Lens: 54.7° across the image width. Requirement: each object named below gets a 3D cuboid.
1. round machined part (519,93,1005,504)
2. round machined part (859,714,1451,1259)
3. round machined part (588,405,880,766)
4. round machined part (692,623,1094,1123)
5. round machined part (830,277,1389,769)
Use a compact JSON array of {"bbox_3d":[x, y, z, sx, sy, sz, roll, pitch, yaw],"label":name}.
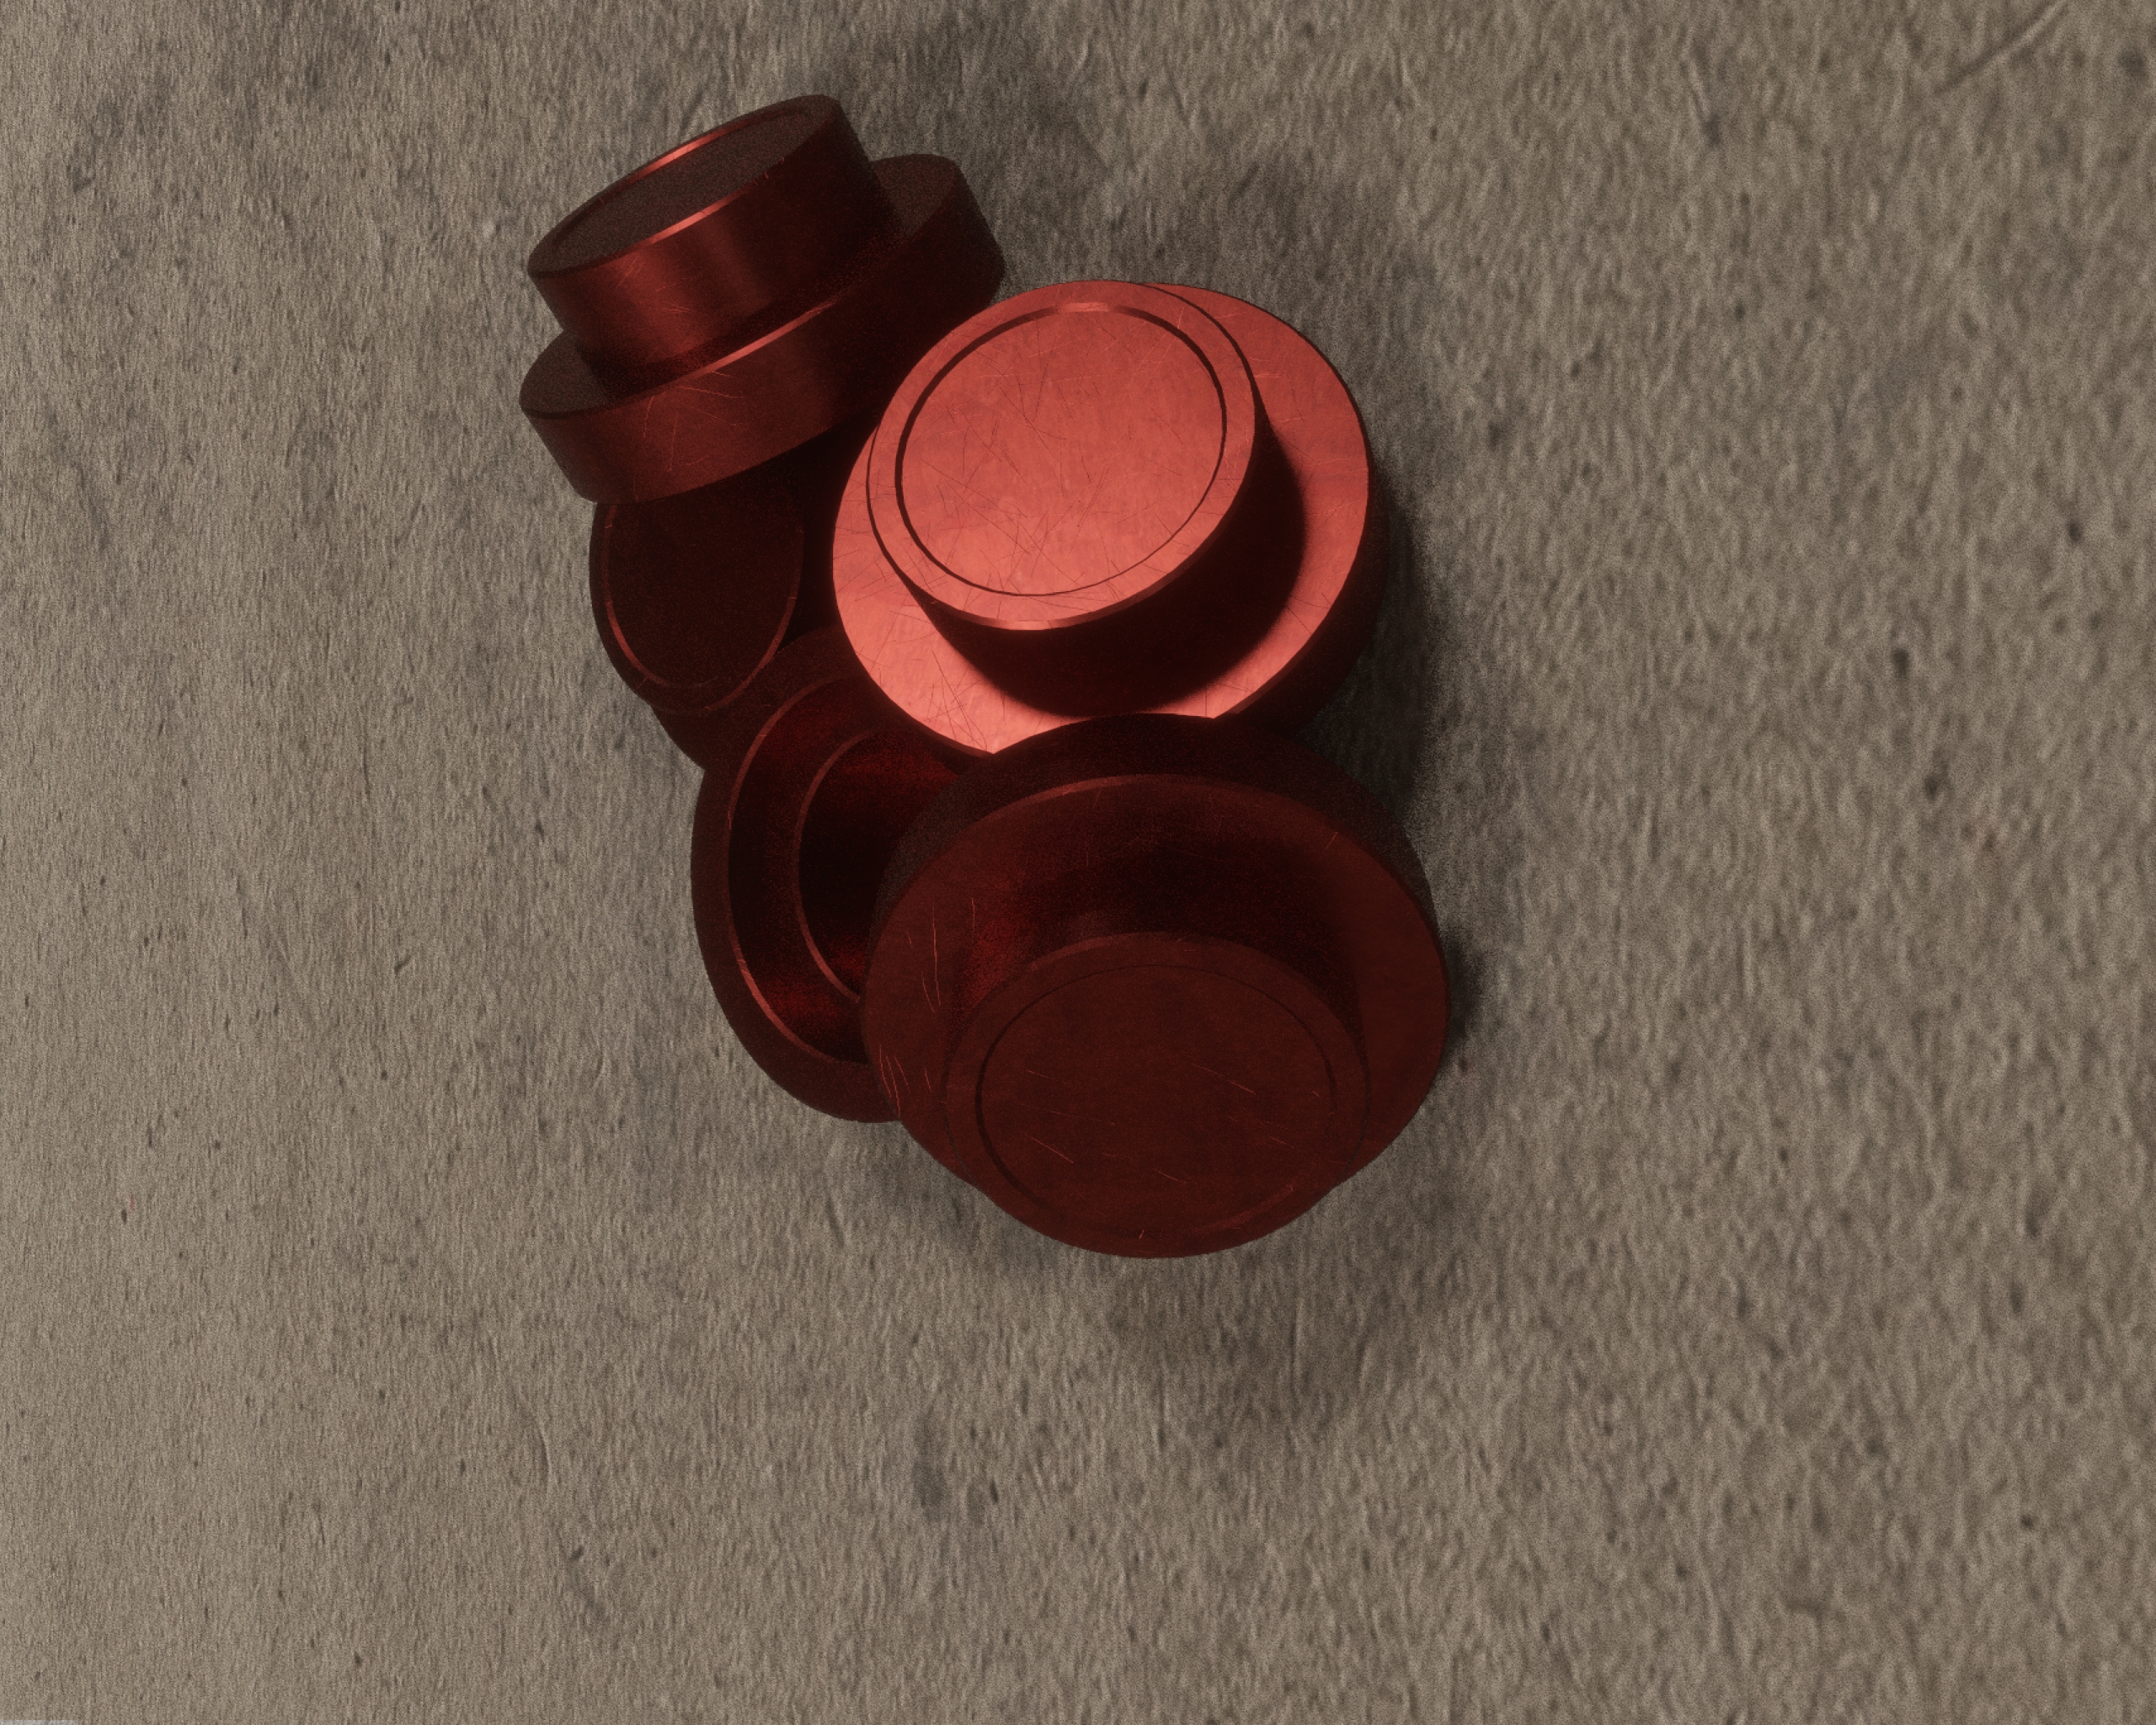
[{"bbox_3d":[-0.068,-0.116,0.411,0.098,0.098,0.042,1,133,39],"label":"round machined part"},{"bbox_3d":[0.013,0.027,0.347,0.097,0.098,0.042,-50,20,28],"label":"round machined part"},{"bbox_3d":[-0.068,-0.065,0.451,0.098,0.042,0.097,0,90,39],"label":"round machined part"},{"bbox_3d":[-0.029,0.001,0.417,0.098,0.042,0.097,0,90,39],"label":"round machined part"},{"bbox_3d":[0.002,-0.061,0.363,0.098,0.042,0.098,-6,66,14],"label":"round machined part"}]
